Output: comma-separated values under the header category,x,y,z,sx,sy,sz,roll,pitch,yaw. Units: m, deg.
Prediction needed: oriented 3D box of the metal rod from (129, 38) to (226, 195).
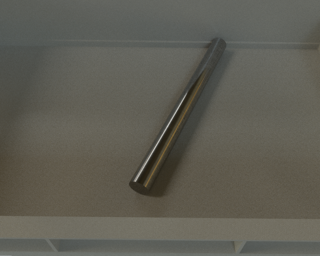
category,x,y,z,sx,sy,sz,roll,pitch,yaw
metal rod,0.038,-0.037,0.436,0.025,0.025,0.301,19,52,15
